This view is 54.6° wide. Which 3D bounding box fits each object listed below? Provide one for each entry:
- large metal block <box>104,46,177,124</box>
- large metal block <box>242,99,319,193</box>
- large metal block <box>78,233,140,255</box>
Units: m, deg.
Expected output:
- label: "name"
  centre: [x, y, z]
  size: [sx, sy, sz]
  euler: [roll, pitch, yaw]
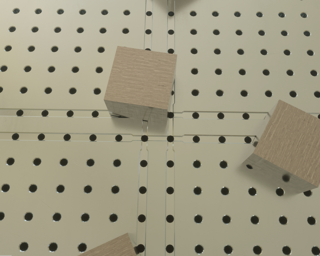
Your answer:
- label: "large metal block"
  centre: [-0.023, -0.058, 0.419]
  size: [0.080, 0.050, 0.080]
  euler: [9, 70, 3]
- label: "large metal block"
  centre: [0.164, 0.024, 0.391]
  size: [0.080, 0.050, 0.080]
  euler: [29, 72, 10]
- label: "large metal block"
  centre: [-0.055, 0.170, 0.336]
  size: [0.080, 0.050, 0.080]
  euler: [-23, 72, -8]
